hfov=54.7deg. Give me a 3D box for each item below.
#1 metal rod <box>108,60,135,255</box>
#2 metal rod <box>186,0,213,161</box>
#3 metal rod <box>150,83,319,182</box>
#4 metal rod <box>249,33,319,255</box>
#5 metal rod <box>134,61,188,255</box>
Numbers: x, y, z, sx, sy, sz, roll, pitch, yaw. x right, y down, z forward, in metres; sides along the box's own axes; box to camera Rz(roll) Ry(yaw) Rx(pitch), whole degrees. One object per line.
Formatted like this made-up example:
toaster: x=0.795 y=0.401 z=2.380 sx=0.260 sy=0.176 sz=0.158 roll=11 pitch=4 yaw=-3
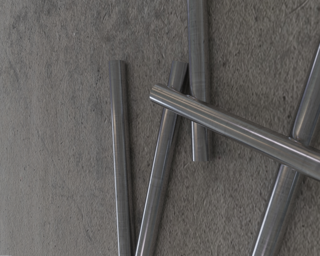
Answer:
metal rod: x=-0.055 y=0.051 z=0.450 sx=0.025 sy=0.025 sz=0.298 roll=-6 pitch=86 yaw=40
metal rod: x=0.045 y=-0.111 z=0.367 sx=0.025 sy=0.025 sz=0.298 roll=-3 pitch=88 yaw=40
metal rod: x=0.104 y=0.016 z=0.285 sx=0.300 sy=0.025 sz=0.025 roll=28 pitch=108 yaw=36
metal rod: x=0.124 y=0.054 z=0.302 sx=0.025 sy=0.025 sz=0.298 roll=22 pitch=104 yaw=38
metal rod: x=-0.001 y=0.064 z=0.405 sx=0.025 sy=0.025 sz=0.298 roll=18 pitch=101 yaw=38
